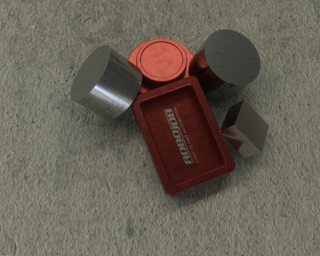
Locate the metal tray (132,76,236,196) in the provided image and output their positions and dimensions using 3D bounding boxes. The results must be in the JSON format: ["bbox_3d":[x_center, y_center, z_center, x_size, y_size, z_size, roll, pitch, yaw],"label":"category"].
[{"bbox_3d":[0.027,0.009,0.392,0.091,0.030,0.129,-21,81,-8],"label":"metal tray"}]

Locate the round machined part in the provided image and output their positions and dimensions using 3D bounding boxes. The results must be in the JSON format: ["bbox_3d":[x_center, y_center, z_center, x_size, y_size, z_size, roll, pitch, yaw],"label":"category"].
[{"bbox_3d":[0.002,-0.085,0.432,0.099,0.042,0.098,0,70,0],"label":"round machined part"}]

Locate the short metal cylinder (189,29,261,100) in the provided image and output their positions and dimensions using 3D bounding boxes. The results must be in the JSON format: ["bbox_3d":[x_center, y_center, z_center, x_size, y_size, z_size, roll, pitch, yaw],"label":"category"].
[{"bbox_3d":[0.086,-0.084,0.416,0.081,0.050,0.080,6,71,-17],"label":"short metal cylinder"}]

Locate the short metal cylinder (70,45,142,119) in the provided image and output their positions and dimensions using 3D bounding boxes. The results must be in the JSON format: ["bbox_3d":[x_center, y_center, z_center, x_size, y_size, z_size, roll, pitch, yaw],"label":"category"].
[{"bbox_3d":[-0.069,-0.057,0.394,0.050,0.080,0.080,32,66,-36],"label":"short metal cylinder"}]

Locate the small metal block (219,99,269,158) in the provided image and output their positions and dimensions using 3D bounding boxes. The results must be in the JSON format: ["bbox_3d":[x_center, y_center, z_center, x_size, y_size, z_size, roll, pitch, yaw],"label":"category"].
[{"bbox_3d":[0.107,0.001,0.391,0.050,0.025,0.050,43,49,-13],"label":"small metal block"}]
